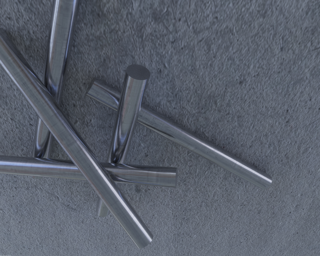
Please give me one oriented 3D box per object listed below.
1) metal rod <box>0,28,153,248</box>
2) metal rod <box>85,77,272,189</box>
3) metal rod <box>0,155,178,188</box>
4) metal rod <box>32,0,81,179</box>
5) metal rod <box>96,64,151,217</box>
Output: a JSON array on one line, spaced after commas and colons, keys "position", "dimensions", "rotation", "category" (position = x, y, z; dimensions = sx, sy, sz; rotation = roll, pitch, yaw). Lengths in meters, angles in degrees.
[{"position": [-0.097, 0.024, 0.362], "dimensions": [0.025, 0.025, 0.299], "rotation": [-27, 106, 21], "category": "metal rod"}, {"position": [0.041, 0.017, 0.421], "dimensions": [0.301, 0.025, 0.025], "rotation": [29, 124, -23], "category": "metal rod"}, {"position": [-0.128, 0.054, 0.409], "dimensions": [0.301, 0.025, 0.025], "rotation": [3, 131, 9], "category": "metal rod"}, {"position": [-0.130, -0.041, 0.370], "dimensions": [0.025, 0.025, 0.298], "rotation": [15, 129, -13], "category": "metal rod"}, {"position": [-0.059, 0.041, 0.419], "dimensions": [0.025, 0.025, 0.298], "rotation": [11, 136, -9], "category": "metal rod"}]
